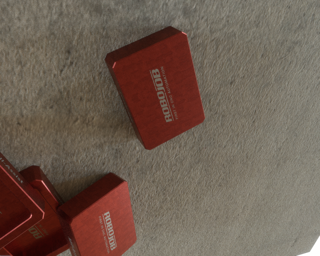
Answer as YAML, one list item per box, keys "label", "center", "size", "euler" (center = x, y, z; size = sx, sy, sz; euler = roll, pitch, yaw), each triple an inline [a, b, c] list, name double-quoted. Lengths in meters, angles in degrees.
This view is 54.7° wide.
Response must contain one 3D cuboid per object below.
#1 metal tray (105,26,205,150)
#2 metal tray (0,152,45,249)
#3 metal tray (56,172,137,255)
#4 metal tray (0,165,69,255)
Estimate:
- label: "metal tray"
  center: [0.000, -0.045, 0.377]
  size: [0.091, 0.030, 0.129]
  euler: [-28, 128, -11]
- label: "metal tray"
  center: [-0.193, 0.065, 0.310]
  size: [0.090, 0.030, 0.130]
  euler: [-36, 111, -9]
- label: "metal tray"
  center: [-0.080, 0.136, 0.424]
  size: [0.091, 0.030, 0.129]
  euler: [-33, 133, -36]
- label: "metal tray"
  center: [-0.164, 0.117, 0.387]
  size: [0.091, 0.030, 0.129]
  euler: [-27, 128, -12]
